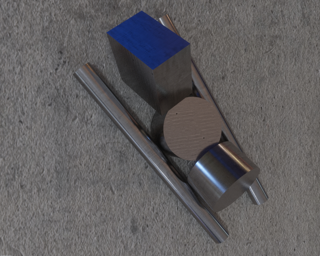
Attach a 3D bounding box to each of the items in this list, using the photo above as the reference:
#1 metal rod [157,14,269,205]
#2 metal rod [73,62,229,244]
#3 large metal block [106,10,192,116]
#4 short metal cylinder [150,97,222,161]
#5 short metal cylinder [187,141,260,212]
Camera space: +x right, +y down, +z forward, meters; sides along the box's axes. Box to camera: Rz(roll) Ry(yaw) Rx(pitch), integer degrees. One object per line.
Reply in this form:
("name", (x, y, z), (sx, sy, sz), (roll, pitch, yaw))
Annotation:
("metal rod", (0.076, -0.018, 0.438), (0.025, 0.025, 0.299), (-34, 101, -17))
("metal rod", (-0.004, 0.042, 0.408), (0.025, 0.025, 0.300), (-43, 104, -15))
("large metal block", (-0.009, -0.074, 0.361), (0.050, 0.080, 0.080), (-38, 61, -16))
("short metal cylinder", (0.033, 0.001, 0.409), (0.081, 0.050, 0.080), (0, 90, -20))
("short metal cylinder", (0.083, 0.064, 0.405), (0.080, 0.080, 0.050), (-33, 59, -17))
